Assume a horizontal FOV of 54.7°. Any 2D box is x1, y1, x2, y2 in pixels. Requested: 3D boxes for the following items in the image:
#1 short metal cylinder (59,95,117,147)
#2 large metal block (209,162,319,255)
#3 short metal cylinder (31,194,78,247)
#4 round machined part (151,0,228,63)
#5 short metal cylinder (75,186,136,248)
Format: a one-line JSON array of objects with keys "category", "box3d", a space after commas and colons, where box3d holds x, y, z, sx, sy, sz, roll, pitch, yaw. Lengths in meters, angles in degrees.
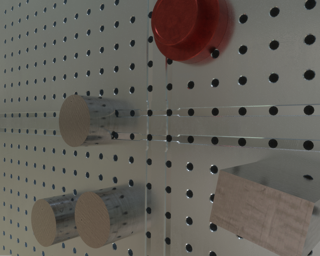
[{"category": "short metal cylinder", "box3d": [-0.114, -0.011, 0.488, 0.080, 0.050, 0.080, 0, 90, 40]}, {"category": "large metal block", "box3d": [0.105, 0.070, 0.287, 0.080, 0.081, 0.050, 16, 101, 39]}, {"category": "short metal cylinder", "box3d": [-0.182, 0.160, 0.544, 0.080, 0.050, 0.080, 0, 90, 40]}, {"category": "round machined part", "box3d": [0.028, -0.130, 0.375, 0.098, 0.042, 0.097, 0, 90, 40]}, {"category": "short metal cylinder", "box3d": [-0.082, 0.131, 0.461, 0.080, 0.050, 0.080, 0, 90, 40]}]
